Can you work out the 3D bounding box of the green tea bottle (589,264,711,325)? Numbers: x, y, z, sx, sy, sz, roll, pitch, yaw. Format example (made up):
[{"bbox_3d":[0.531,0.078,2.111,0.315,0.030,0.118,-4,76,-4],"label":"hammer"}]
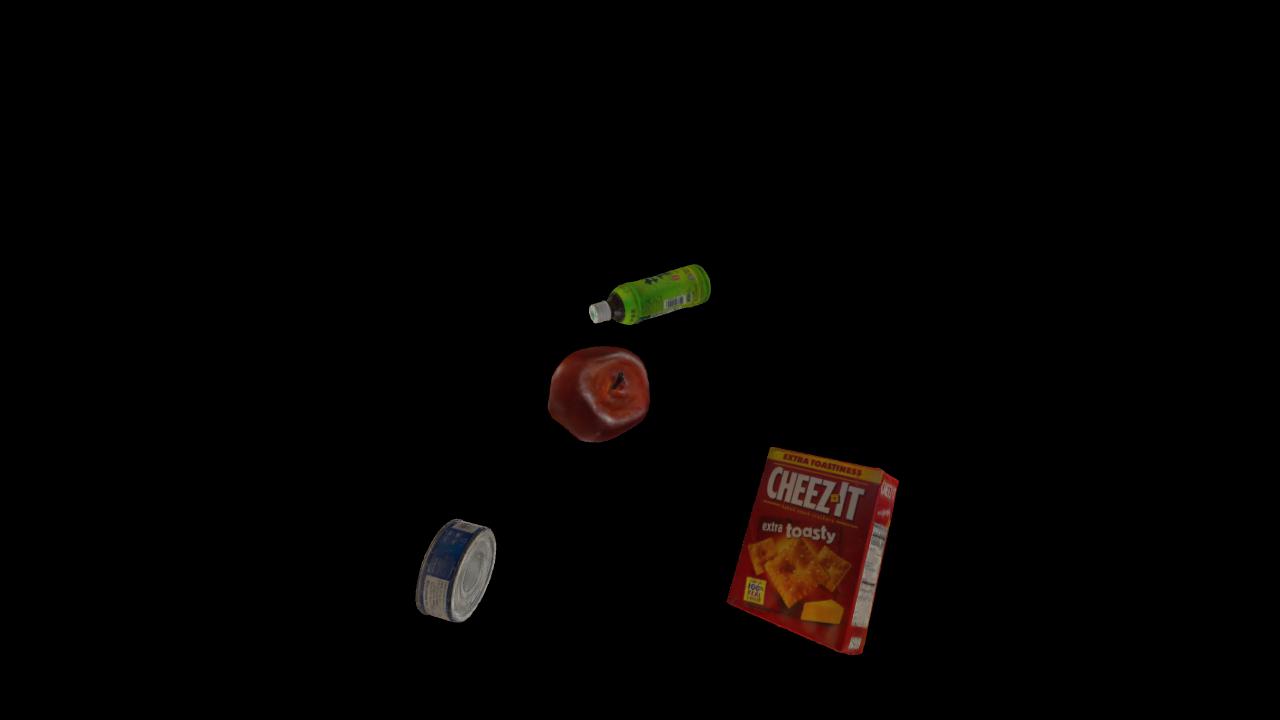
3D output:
[{"bbox_3d":[0.016,-0.101,1.007,0.212,0.073,0.073,-20,10,-29],"label":"green tea bottle"}]

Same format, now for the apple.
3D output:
[{"bbox_3d":[-0.033,0.026,0.485,0.079,0.079,0.093,0,-14,-29],"label":"apple"}]

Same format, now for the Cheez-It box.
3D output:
[{"bbox_3d":[0.225,0.239,0.802,0.166,0.223,0.071,7,-16,43],"label":"Cheez-It box"}]

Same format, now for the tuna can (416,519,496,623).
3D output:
[{"bbox_3d":[-0.160,0.187,0.547,0.034,0.084,0.084,11,2,11],"label":"tuna can"}]
